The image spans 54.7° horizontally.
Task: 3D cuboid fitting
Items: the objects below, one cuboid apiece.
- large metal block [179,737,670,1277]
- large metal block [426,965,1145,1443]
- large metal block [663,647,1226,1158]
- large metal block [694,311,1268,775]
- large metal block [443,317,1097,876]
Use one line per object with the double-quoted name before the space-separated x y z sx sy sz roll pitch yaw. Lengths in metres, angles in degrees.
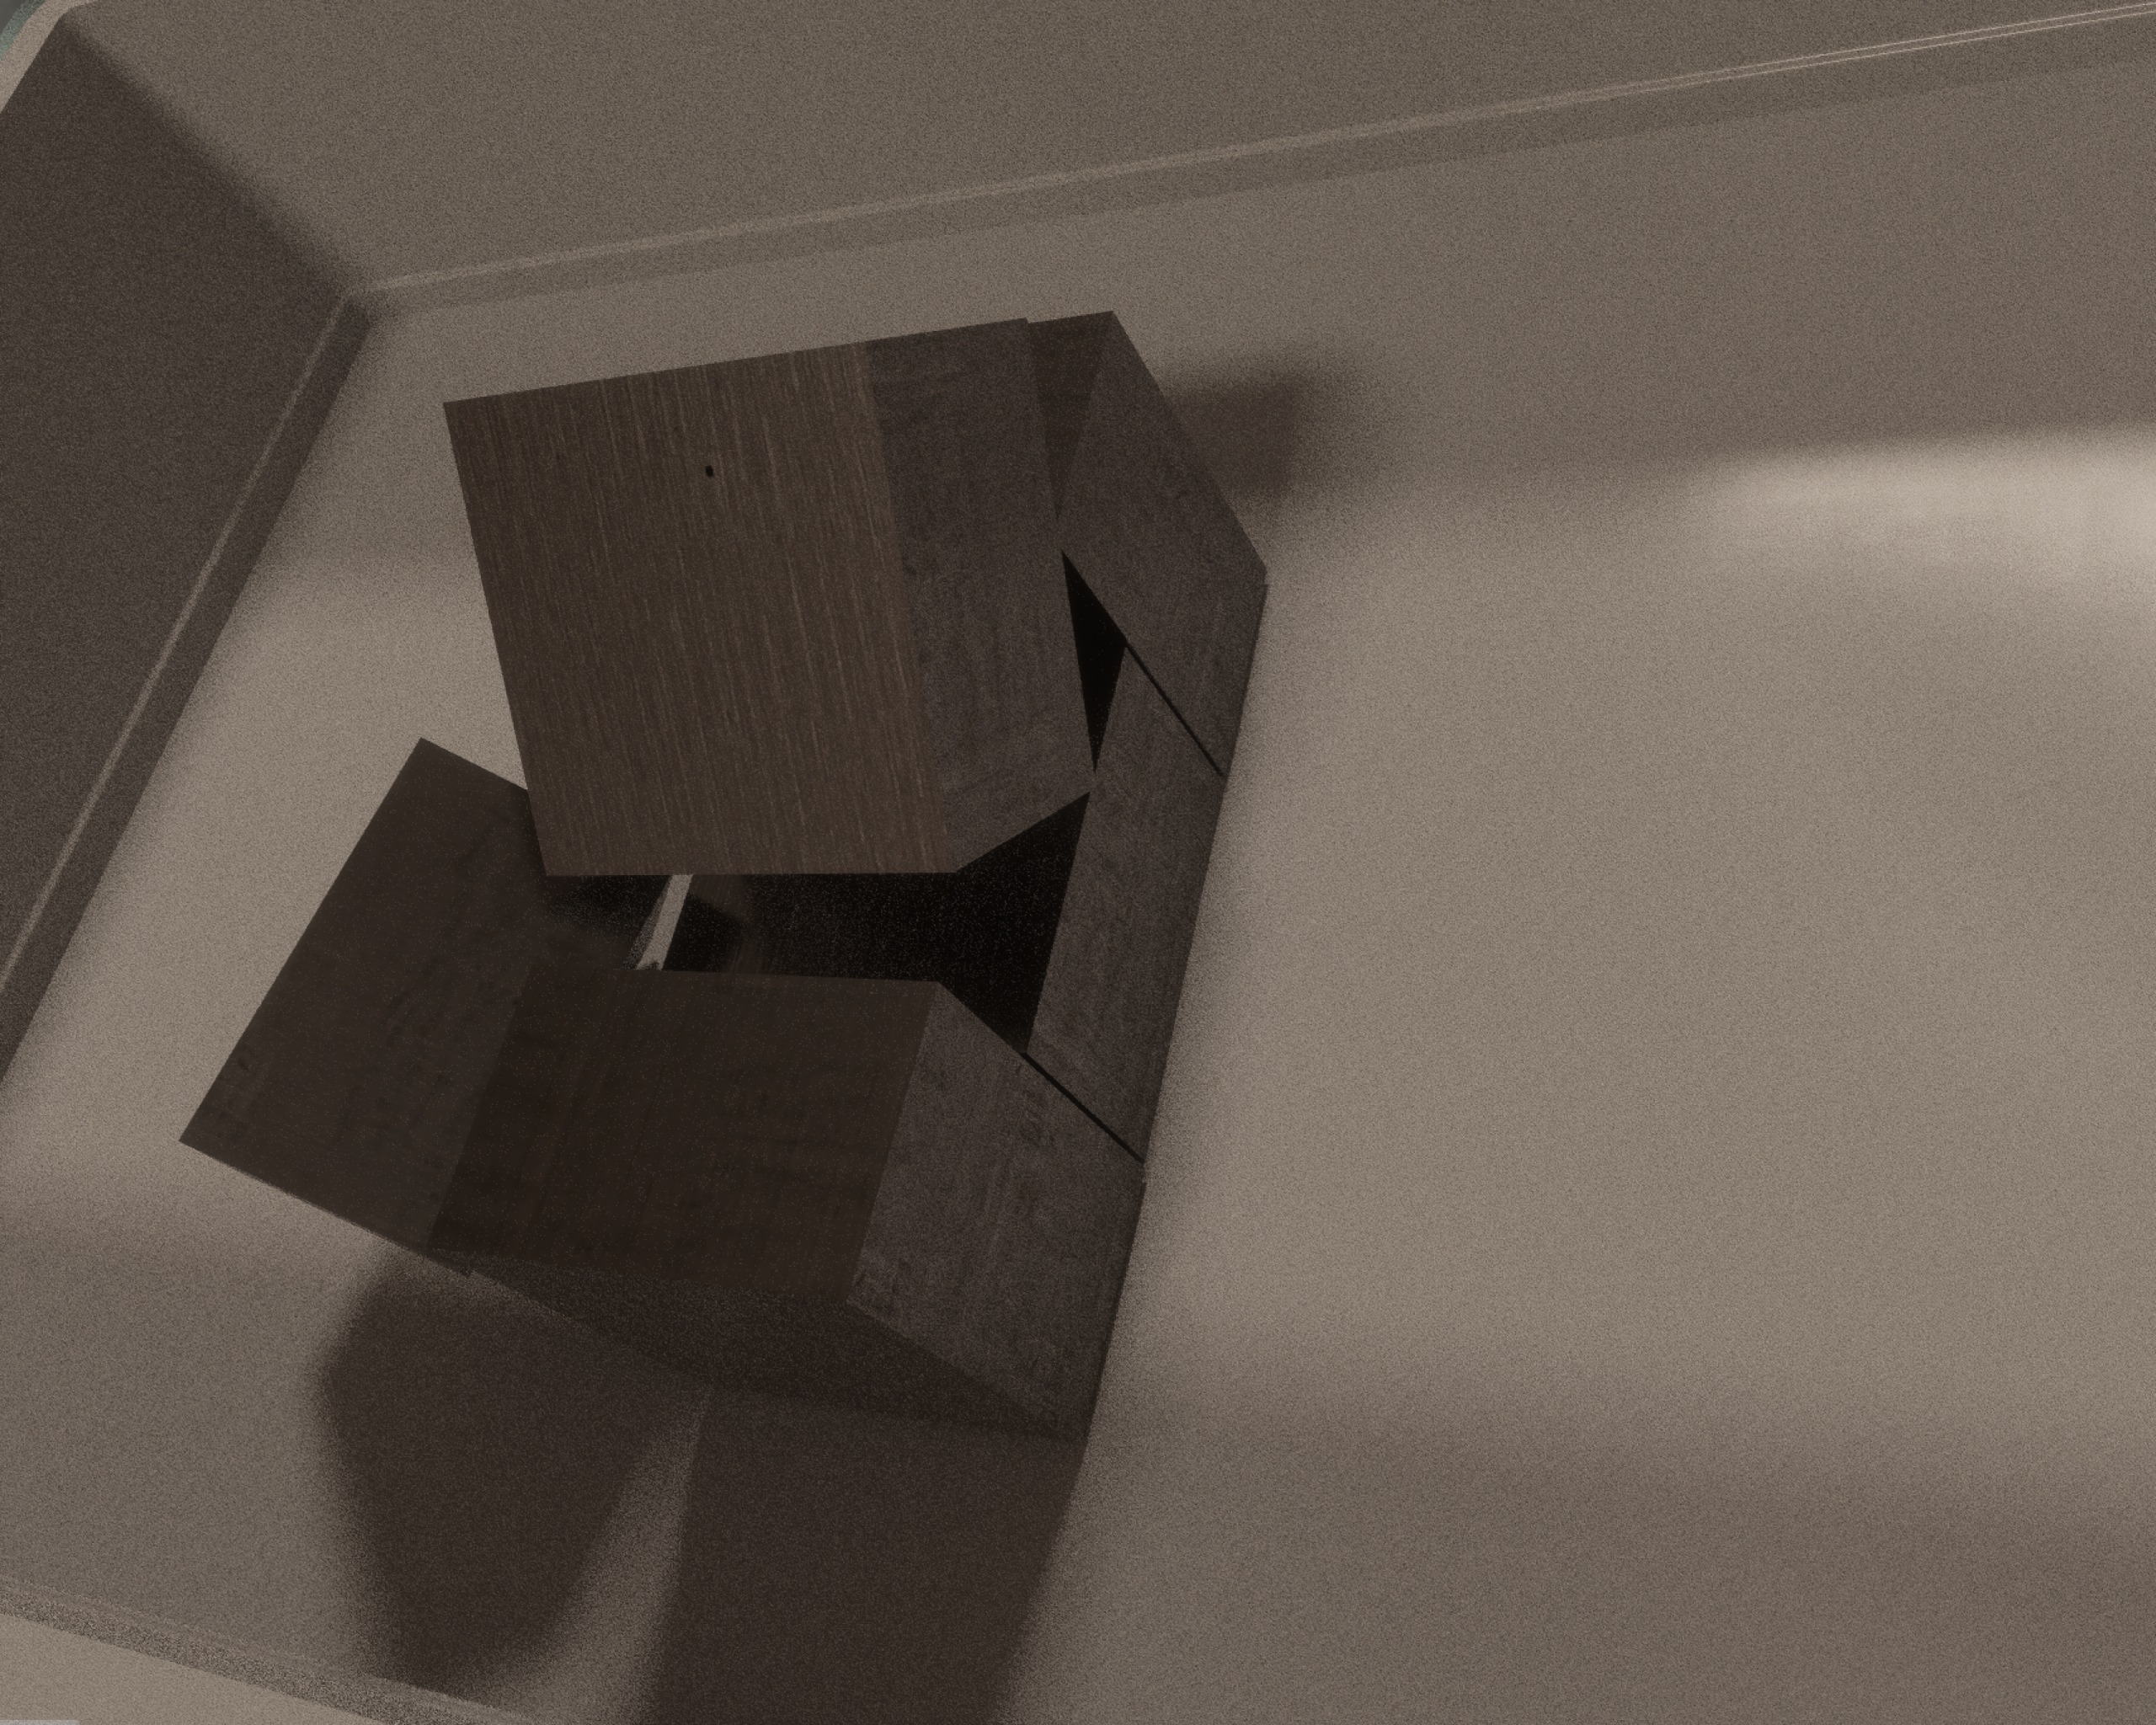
"large metal block" -0.121 0.032 0.400 0.050 0.080 0.080 28 72 -8
"large metal block" -0.046 0.058 0.354 0.080 0.080 0.050 0 62 28
"large metal block" -0.025 0.008 0.397 0.080 0.050 0.080 -1 61 27
"large metal block" -0.018 -0.057 0.411 0.080 0.080 0.050 -1 61 27
"large metal block" -0.049 -0.043 0.347 0.080 0.079 0.050 -1 17 27
